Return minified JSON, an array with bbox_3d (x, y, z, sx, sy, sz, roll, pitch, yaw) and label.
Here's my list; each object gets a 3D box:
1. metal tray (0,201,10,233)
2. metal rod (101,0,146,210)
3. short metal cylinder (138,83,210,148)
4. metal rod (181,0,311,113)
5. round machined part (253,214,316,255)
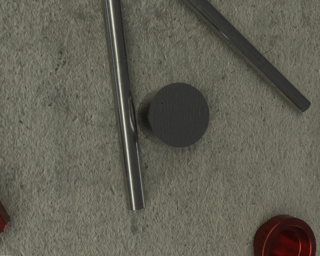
[{"bbox_3d":[-0.232,0.069,0.320,0.091,0.030,0.129,-28,99,-18],"label":"metal tray"},{"bbox_3d":[-0.047,-0.046,0.391,0.025,0.025,0.298,-8,93,-20],"label":"metal rod"},{"bbox_3d":[0.016,-0.016,0.402,0.081,0.050,0.080,0,90,-20],"label":"short metal cylinder"},{"bbox_3d":[0.115,-0.123,0.451,0.301,0.025,0.025,38,78,-16],"label":"metal rod"},{"bbox_3d":[0.182,0.179,0.468,0.099,0.042,0.097,0,90,-20],"label":"round machined part"}]
